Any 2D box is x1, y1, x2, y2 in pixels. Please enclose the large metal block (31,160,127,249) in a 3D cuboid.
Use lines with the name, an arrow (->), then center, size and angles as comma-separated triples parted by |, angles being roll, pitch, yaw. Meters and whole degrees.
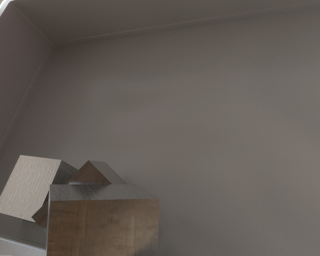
large metal block -> -0.082, 0.084, 0.351 | 0.050, 0.080, 0.080 | 44, 86, 7

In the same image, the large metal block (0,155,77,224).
large metal block -> -0.161, 0.086, 0.419 | 0.080, 0.050, 0.080 | 3, 63, 29

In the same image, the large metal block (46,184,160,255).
large metal block -> -0.053, 0.079, 0.263 | 0.080, 0.081, 0.050 | 175, 98, -70
